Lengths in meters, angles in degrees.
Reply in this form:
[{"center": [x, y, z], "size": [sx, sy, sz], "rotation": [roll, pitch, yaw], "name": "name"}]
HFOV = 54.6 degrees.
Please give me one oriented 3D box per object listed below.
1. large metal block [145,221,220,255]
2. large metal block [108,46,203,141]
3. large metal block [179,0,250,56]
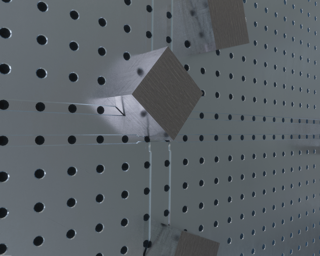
[{"center": [0.026, 0.179, 0.414], "size": [0.080, 0.050, 0.080], "rotation": [31, 71, -36], "name": "large metal block"}, {"center": [-0.003, -0.041, 0.389], "size": [0.080, 0.050, 0.080], "rotation": [48, 62, -29], "name": "large metal block"}, {"center": [0.082, -0.157, 0.460], "size": [0.081, 0.050, 0.080], "rotation": [-21, 104, -38], "name": "large metal block"}]
